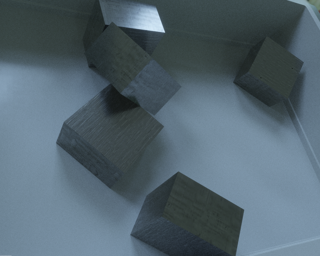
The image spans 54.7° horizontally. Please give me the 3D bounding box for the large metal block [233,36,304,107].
[{"bbox_3d":[0.188,-0.096,0.537,0.080,0.050,0.080,33,71,-7],"label":"large metal block"}]

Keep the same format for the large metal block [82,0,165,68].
[{"bbox_3d":[-0.052,-0.125,0.420,0.081,0.080,0.050,-2,63,-30],"label":"large metal block"}]

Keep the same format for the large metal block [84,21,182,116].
[{"bbox_3d":[-0.031,-0.069,0.376,0.080,0.050,0.080,47,8,29],"label":"large metal block"}]

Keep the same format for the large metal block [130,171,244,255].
[{"bbox_3d":[0.027,0.100,0.326,0.080,0.080,0.050,31,52,-9],"label":"large metal block"}]

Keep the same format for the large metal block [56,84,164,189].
[{"bbox_3d":[-0.056,0.008,0.356,0.080,0.050,0.080,41,51,-1],"label":"large metal block"}]
